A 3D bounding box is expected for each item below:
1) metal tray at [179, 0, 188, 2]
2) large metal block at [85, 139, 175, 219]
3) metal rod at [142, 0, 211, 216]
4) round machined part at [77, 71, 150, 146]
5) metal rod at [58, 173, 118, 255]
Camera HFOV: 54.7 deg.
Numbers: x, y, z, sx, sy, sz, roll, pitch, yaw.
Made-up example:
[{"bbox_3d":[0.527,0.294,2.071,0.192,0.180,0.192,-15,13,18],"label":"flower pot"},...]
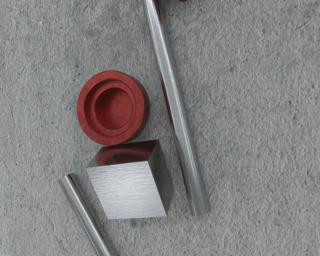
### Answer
[{"bbox_3d":[0.002,-0.228,0.393,0.130,0.030,0.090,33,85,16],"label":"metal tray"},{"bbox_3d":[-0.034,0.066,0.391,0.080,0.050,0.080,-9,114,19],"label":"large metal block"},{"bbox_3d":[0.018,-0.038,0.401,0.025,0.025,0.298,-14,85,19],"label":"metal rod"},{"bbox_3d":[-0.059,-0.026,0.419,0.098,0.042,0.097,0,89,19],"label":"round machined part"},{"bbox_3d":[-0.062,0.198,0.429,0.025,0.025,0.299,-35,79,16],"label":"metal rod"}]
